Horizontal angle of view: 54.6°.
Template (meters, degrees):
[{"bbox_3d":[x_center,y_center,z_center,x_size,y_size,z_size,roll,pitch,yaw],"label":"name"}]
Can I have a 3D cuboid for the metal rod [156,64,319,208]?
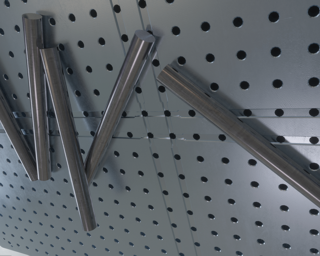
[{"bbox_3d":[0.121,0.026,0.363,0.300,0.025,0.025,38,129,2],"label":"metal rod"}]

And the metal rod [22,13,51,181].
[{"bbox_3d":[-0.193,-0.029,0.496,0.025,0.025,0.298,22,127,15],"label":"metal rod"}]

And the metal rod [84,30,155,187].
[{"bbox_3d":[-0.075,-0.005,0.448,0.025,0.025,0.298,34,129,5],"label":"metal rod"}]

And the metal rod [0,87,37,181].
[{"bbox_3d":[-0.273,-0.036,0.534,0.025,0.025,0.299,-1,118,29],"label":"metal rod"}]

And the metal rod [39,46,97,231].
[{"bbox_3d":[-0.136,0.029,0.477,0.025,0.025,0.298,4,113,26],"label":"metal rod"}]
